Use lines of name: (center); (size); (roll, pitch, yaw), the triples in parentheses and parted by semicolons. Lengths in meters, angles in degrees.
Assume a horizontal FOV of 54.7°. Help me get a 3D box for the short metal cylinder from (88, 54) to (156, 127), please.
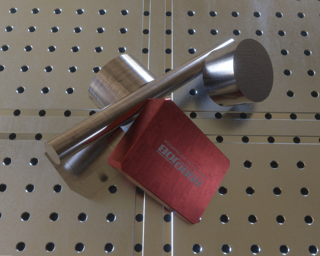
short metal cylinder: (-0.044, -0.048, 0.399); (0.080, 0.080, 0.050); (-42, 76, -14)

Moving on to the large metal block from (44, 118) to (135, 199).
large metal block: (-0.076, 0.034, 0.368); (0.080, 0.080, 0.050); (-38, 75, -13)

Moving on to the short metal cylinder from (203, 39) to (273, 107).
short metal cylinder: (0.102, -0.070, 0.404); (0.081, 0.050, 0.080); (3, 84, -37)

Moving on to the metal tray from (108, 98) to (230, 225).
metal tray: (0.017, 0.039, 0.353); (0.130, 0.030, 0.090); (44, 70, -30)

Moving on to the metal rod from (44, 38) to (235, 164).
metal rod: (0.001, -0.049, 0.373); (0.025, 0.025, 0.302); (45, 55, 14)
